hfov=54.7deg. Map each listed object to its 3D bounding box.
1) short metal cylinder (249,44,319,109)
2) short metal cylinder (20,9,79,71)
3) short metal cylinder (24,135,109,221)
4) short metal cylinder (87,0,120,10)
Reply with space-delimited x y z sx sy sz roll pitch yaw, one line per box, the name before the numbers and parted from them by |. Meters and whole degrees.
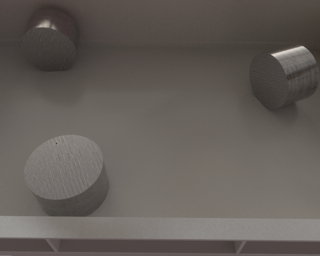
short metal cylinder | 0.170 -0.071 0.432 0.050 0.080 0.080 -18 53 -15
short metal cylinder | -0.168 -0.135 0.481 0.081 0.080 0.050 -3 50 -3
short metal cylinder | -0.100 0.054 0.342 0.081 0.050 0.080 0 50 0
short metal cylinder | -0.108 -0.281 0.607 0.080 0.080 0.050 15 52 11
